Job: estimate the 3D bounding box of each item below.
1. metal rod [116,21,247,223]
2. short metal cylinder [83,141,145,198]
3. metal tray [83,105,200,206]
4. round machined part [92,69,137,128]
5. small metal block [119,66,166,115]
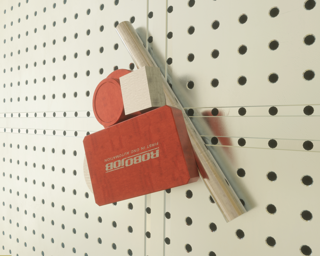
[{"bbox_3d":[0.016,-0.024,0.392,0.025,0.025,0.299,-43,64,31],"label":"metal rod"},{"bbox_3d":[-0.064,0.057,0.440,0.080,0.050,0.079,0,90,40],"label":"short metal cylinder"},{"bbox_3d":[-0.027,0.036,0.373,0.130,0.030,0.090,-20,78,25],"label":"metal tray"},{"bbox_3d":[-0.059,-0.036,0.440,0.098,0.042,0.097,0,90,41],"label":"round machined part"},{"bbox_3d":[-0.022,-0.046,0.392,0.050,0.025,0.050,-14,84,44],"label":"small metal block"}]
